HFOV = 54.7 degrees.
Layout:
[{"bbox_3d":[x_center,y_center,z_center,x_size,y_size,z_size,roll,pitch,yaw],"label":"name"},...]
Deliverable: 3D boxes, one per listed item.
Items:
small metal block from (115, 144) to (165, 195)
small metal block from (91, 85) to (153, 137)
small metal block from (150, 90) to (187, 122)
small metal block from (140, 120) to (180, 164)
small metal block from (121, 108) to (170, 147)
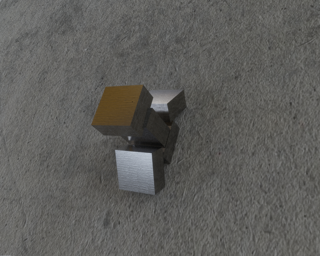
[{"bbox_3d":[-0.023,0.049,0.370,0.050,0.025,0.050,2,103,29],"label":"small metal block"},{"bbox_3d":[-0.041,-0.019,0.341,0.050,0.025,0.050,1,62,28],"label":"small metal block"},{"bbox_3d":[0.000,-0.030,0.407,0.050,0.025,0.050,3,27,29],"label":"small metal block"},{"bbox_3d":[-0.007,0.017,0.398,0.050,0.025,0.050,3,63,29],"label":"small metal block"},{"bbox_3d":[-0.023,-0.001,0.368,0.050,0.050,0.025,3,63,29],"label":"small metal block"}]
